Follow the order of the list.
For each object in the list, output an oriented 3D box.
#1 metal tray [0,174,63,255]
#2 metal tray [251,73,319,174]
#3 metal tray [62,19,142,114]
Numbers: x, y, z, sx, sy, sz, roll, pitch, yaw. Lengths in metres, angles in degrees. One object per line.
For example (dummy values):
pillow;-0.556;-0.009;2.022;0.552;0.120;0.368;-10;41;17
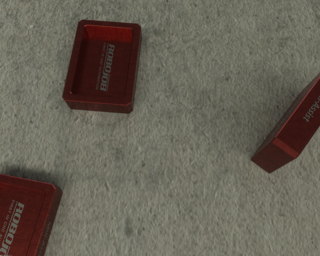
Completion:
metal tray;-0.178;0.123;0.358;0.091;0.030;0.130;11;70;3
metal tray;0.171;-0.010;0.379;0.030;0.090;0.130;38;74;12
metal tray;-0.077;-0.088;0.436;0.091;0.030;0.130;5;70;1
